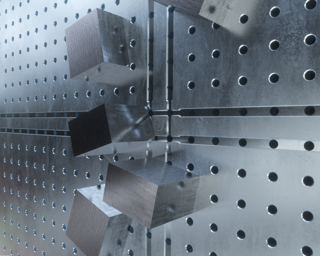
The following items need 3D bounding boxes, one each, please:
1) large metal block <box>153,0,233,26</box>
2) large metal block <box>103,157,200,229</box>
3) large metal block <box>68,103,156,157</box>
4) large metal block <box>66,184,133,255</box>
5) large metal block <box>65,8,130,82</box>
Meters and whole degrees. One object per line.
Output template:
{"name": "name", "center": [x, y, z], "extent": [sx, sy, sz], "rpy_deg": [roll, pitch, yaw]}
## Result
{"name": "large metal block", "center": [0.044, -0.174, 0.358], "extent": [0.080, 0.050, 0.080], "rpy_deg": [33, 111, 35]}
{"name": "large metal block", "center": [-0.010, 0.075, 0.383], "extent": [0.080, 0.081, 0.050], "rpy_deg": [17, 101, 39]}
{"name": "large metal block", "center": [-0.066, 0.004, 0.430], "extent": [0.080, 0.081, 0.050], "rpy_deg": [-20, 77, 38]}
{"name": "large metal block", "center": [-0.092, 0.143, 0.470], "extent": [0.080, 0.050, 0.080], "rpy_deg": [26, 106, 37]}
{"name": "large metal block", "center": [-0.097, -0.122, 0.475], "extent": [0.080, 0.050, 0.080], "rpy_deg": [-15, 81, 39]}
